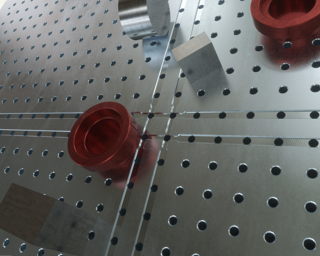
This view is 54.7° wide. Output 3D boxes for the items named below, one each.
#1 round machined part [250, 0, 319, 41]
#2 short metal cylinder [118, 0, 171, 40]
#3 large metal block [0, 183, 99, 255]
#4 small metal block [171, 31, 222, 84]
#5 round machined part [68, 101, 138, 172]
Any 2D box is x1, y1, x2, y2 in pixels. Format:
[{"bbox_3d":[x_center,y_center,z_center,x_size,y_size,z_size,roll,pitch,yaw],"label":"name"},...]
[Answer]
[{"bbox_3d":[0.171,-0.152,0.401,0.098,0.042,0.098,-13,56,21],"label":"round machined part"},{"bbox_3d":[-0.023,-0.186,0.499,0.050,0.080,0.080,-1,61,28],"label":"short metal cylinder"},{"bbox_3d":[-0.137,0.112,0.377,0.080,0.080,0.050,8,66,32],"label":"large metal block"},{"bbox_3d":[0.051,-0.095,0.424,0.050,0.050,0.025,-29,52,10],"label":"small metal block"},{"bbox_3d":[-0.074,0.015,0.427,0.098,0.042,0.098,-13,56,21],"label":"round machined part"}]
